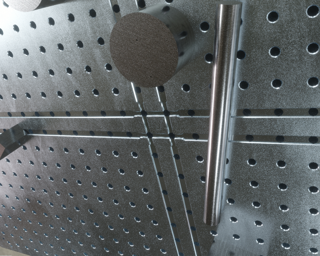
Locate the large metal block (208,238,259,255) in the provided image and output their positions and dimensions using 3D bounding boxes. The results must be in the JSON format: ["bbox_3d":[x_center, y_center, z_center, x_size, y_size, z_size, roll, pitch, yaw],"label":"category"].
[{"bbox_3d":[0.104,0.224,0.459,0.080,0.080,0.050,17,125,19],"label":"large metal block"}]

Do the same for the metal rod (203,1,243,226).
[{"bbox_3d":[0.071,0.006,0.377,0.025,0.025,0.298,12,124,22],"label":"metal rod"}]

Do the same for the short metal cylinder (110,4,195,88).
[{"bbox_3d":[-0.008,-0.091,0.343,0.080,0.050,0.079,13,124,21],"label":"short metal cylinder"}]

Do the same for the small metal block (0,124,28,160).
[{"bbox_3d":[-0.273,0.027,0.556,0.025,0.050,0.050,45,129,-3],"label":"small metal block"}]

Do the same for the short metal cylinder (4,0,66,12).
[{"bbox_3d":[-0.150,-0.182,0.362,0.080,0.050,0.079,13,124,21],"label":"short metal cylinder"}]
